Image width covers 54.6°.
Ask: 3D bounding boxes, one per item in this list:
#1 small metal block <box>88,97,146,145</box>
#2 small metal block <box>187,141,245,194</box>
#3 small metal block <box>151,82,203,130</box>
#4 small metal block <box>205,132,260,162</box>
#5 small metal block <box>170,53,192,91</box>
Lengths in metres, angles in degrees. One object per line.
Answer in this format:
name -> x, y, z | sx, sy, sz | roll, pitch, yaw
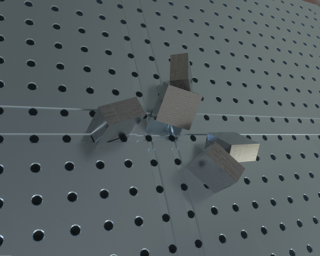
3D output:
small metal block -> -0.052, -0.008, 0.369 | 0.050, 0.050, 0.025 | -20, 72, -35
small metal block -> 0.071, 0.052, 0.397 | 0.050, 0.050, 0.025 | 43, 54, 1
small metal block -> 0.022, -0.030, 0.419 | 0.050, 0.050, 0.025 | 16, 12, -19
small metal block -> 0.098, 0.025, 0.426 | 0.050, 0.025, 0.050 | -1, 18, -30
small metal block -> 0.032, -0.071, 0.448 | 0.025, 0.050, 0.050 | -5, 55, 11
